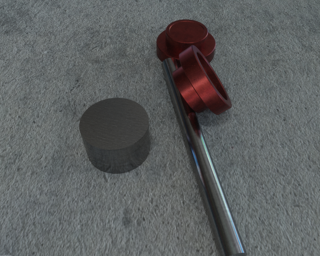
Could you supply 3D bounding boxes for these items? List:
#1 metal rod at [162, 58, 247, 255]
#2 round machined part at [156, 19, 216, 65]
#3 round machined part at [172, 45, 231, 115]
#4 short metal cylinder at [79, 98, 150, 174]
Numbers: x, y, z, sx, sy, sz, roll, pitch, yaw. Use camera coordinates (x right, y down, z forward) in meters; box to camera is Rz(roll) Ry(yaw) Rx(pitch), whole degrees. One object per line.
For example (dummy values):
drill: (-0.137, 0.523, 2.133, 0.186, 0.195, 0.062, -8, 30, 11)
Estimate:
metal rod: (0.043, 0.012, 0.393, 0.025, 0.025, 0.300, -8, 51, -7)
round machined part: (0.043, -0.144, 0.514, 0.099, 0.042, 0.098, 0, 50, 0)
round machined part: (0.053, -0.059, 0.418, 0.042, 0.098, 0.098, -32, 48, 20)
short metal cylinder: (-0.053, 0.009, 0.379, 0.081, 0.050, 0.080, 0, 50, 0)
